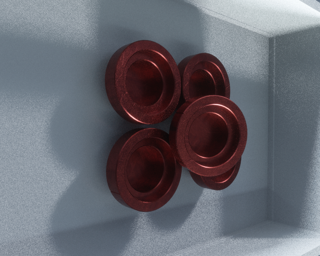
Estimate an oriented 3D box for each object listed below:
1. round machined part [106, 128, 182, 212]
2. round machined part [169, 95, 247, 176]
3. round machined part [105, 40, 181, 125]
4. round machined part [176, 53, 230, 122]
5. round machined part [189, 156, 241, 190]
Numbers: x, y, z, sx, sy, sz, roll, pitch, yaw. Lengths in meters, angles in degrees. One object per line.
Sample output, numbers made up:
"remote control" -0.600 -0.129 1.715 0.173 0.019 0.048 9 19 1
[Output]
"round machined part" -0.023 0.048 0.376 0.099 0.042 0.097 0 90 -40
"round machined part" 0.056 0.008 0.387 0.099 0.042 0.097 -2 96 -22
"round machined part" -0.024 -0.053 0.375 0.099 0.042 0.097 0 90 -40
"round machined part" 0.053 -0.054 0.440 0.099 0.042 0.097 0 90 -40
"round machined part" 0.074 0.040 0.458 0.099 0.042 0.097 0 90 -40
